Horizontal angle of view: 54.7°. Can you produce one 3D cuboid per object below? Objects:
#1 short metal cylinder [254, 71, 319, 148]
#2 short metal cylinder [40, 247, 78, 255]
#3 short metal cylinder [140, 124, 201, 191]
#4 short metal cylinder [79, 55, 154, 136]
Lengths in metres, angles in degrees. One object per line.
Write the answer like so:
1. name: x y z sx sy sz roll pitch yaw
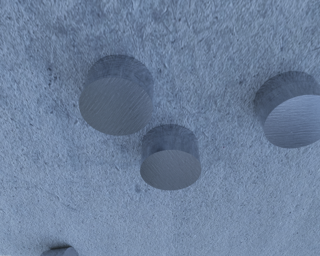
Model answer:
1. short metal cylinder: 0.160 -0.021 0.374 0.081 0.050 0.079 0 130 0
2. short metal cylinder: -0.198 0.279 0.607 0.050 0.080 0.080 -10 130 8
3. short metal cylinder: 0.014 0.041 0.426 0.081 0.050 0.079 0 130 0
4. short metal cylinder: -0.048 -0.037 0.358 0.081 0.050 0.079 0 130 0
